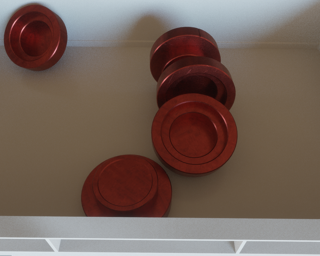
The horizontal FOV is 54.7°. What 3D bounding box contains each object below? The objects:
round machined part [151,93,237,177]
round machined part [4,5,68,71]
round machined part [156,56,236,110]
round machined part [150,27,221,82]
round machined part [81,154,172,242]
[{"bbox_3d":[0.039,0.011,0.372,0.099,0.042,0.098,0,71,-1],"label":"round machined part"},{"bbox_3d":[-0.188,-0.137,0.486,0.098,0.042,0.097,-1,87,14],"label":"round machined part"},{"bbox_3d":[0.045,-0.050,0.402,0.099,0.097,0.042,-1,43,-1],"label":"round machined part"},{"bbox_3d":[0.035,-0.086,0.430,0.099,0.097,0.042,-2,49,-2],"label":"round machined part"},{"bbox_3d":[-0.036,0.068,0.336,0.099,0.042,0.098,0,50,0],"label":"round machined part"}]
